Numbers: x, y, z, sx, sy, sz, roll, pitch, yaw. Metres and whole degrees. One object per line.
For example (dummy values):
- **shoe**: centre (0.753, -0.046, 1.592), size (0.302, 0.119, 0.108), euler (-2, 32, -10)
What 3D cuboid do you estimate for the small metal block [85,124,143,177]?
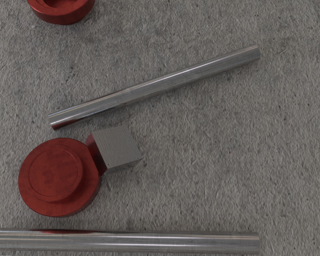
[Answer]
- **small metal block**: centre (-0.057, 0.027, 0.386), size (0.050, 0.025, 0.050), euler (-14, 67, -38)

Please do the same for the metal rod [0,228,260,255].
- **metal rod**: centre (-0.039, 0.131, 0.359), size (0.302, 0.025, 0.025), euler (1, 70, 0)

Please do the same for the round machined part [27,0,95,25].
- **round machined part**: centre (-0.147, -0.197, 0.470), size (0.099, 0.042, 0.098), euler (0, 70, 0)

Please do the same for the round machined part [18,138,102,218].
- **round machined part**: centre (-0.124, 0.058, 0.377), size (0.099, 0.042, 0.098), euler (0, 70, 0)

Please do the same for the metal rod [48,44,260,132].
- **metal rod**: centre (-0.002, -0.058, 0.429), size (0.302, 0.025, 0.025), euler (-20, 71, -8)
